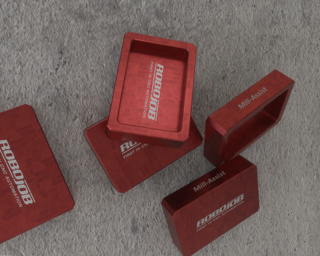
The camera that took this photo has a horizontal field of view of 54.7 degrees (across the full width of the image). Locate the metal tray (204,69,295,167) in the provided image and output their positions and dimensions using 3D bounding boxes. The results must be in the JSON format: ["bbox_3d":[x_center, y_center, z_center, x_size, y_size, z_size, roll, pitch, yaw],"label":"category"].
[{"bbox_3d":[0.118,-0.011,0.417,0.131,0.090,0.030,-34,58,-19],"label":"metal tray"}]

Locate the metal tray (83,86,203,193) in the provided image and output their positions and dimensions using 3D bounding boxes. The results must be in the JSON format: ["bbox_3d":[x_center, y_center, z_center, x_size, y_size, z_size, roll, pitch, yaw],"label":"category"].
[{"bbox_3d":[-0.020,0.011,0.399,0.131,0.030,0.090,-30,100,-18],"label":"metal tray"}]

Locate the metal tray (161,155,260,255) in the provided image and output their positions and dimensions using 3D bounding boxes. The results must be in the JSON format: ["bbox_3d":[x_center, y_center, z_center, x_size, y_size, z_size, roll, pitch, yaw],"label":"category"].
[{"bbox_3d":[0.072,0.103,0.414,0.131,0.030,0.089,-26,124,-18],"label":"metal tray"}]

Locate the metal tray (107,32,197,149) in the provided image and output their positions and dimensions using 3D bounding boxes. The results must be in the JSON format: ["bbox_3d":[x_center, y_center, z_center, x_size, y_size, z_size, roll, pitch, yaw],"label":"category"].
[{"bbox_3d":[-0.008,-0.047,0.371,0.091,0.030,0.130,9,69,-6],"label":"metal tray"}]

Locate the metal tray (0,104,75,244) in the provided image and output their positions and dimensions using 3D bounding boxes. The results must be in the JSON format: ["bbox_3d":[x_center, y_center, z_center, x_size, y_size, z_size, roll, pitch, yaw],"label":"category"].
[{"bbox_3d":[-0.163,0.048,0.346,0.091,0.030,0.129,-24,98,-19],"label":"metal tray"}]
